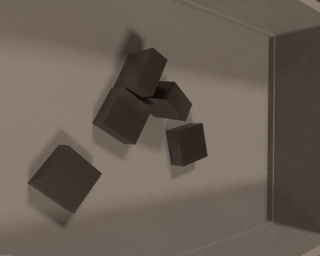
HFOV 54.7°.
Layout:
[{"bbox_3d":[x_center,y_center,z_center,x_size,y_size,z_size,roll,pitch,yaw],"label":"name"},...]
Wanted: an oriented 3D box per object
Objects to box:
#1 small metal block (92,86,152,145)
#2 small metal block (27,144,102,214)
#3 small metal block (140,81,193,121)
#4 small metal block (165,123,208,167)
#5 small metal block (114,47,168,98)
[{"bbox_3d":[-0.044,-0.014,0.371,0.050,0.025,0.050,37,67,-34],"label":"small metal block"},{"bbox_3d":[-0.098,0.053,0.326,0.050,0.025,0.050,48,61,-30],"label":"small metal block"},{"bbox_3d":[0.005,-0.034,0.389,0.050,0.050,0.025,45,62,-48],"label":"small metal block"},{"bbox_3d":[0.039,0.023,0.441,0.050,0.025,0.050,-17,101,-39],"label":"small metal block"},{"bbox_3d":[-0.024,-0.064,0.372,0.025,0.050,0.050,33,70,-35],"label":"small metal block"}]
